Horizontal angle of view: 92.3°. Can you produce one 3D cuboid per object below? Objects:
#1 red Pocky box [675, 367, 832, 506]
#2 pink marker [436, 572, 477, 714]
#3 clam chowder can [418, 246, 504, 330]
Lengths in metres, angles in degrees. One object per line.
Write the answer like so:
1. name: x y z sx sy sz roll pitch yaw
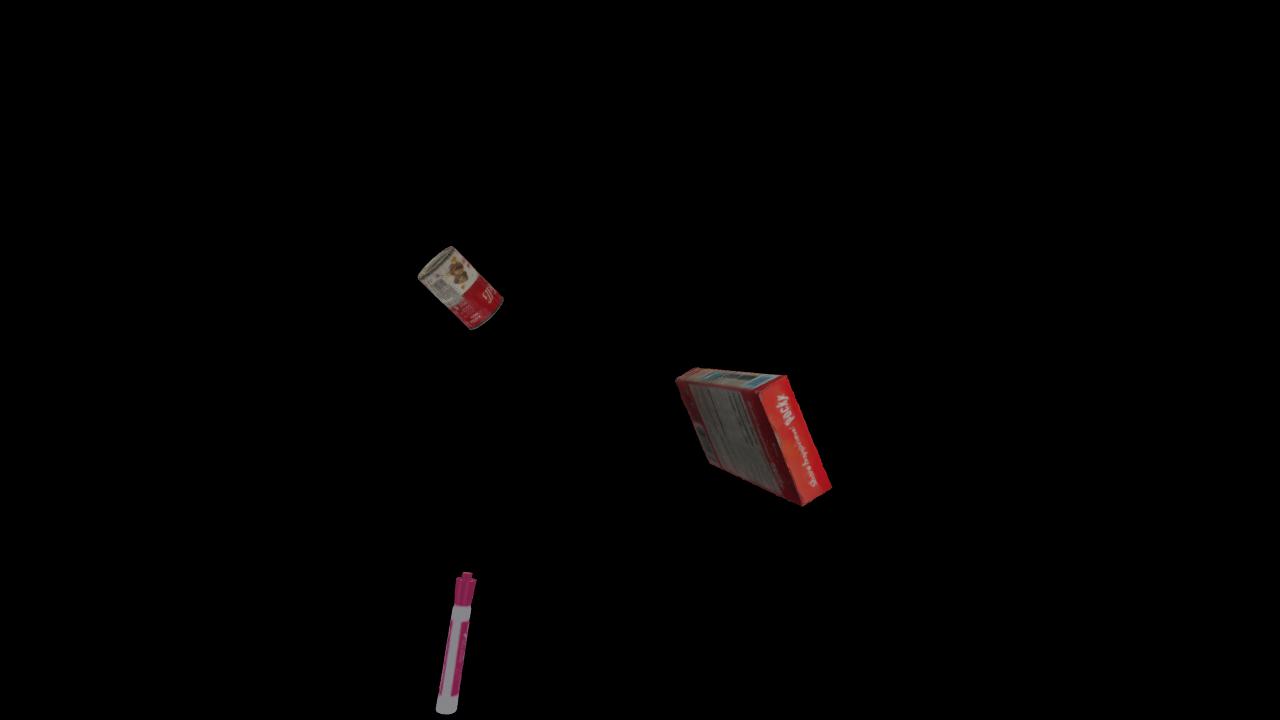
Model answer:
1. red Pocky box: 0.076 0.049 0.452 0.028 0.083 0.155 -24 8 -14
2. pink marker: -0.168 0.258 0.566 0.020 0.121 0.020 7 -9 1
3. clam chowder can: -0.251 -0.101 0.863 0.068 0.068 0.102 0 -41 52
